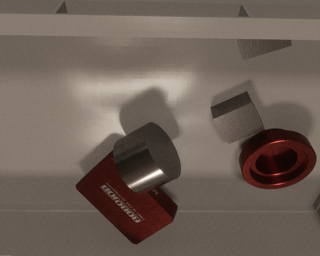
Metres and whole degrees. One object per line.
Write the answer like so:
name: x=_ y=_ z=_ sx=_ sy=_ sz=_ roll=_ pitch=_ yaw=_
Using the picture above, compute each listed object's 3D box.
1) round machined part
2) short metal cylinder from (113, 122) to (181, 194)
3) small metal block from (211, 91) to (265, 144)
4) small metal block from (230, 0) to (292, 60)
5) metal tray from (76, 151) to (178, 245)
round machined part: x=0.160 y=0.039 z=0.434 sx=0.099 sy=0.042 sz=0.097 roll=-1 pitch=130 yaw=0
short metal cylinder: x=-0.016 y=0.039 z=0.406 sx=0.050 sy=0.080 sz=0.080 roll=-29 pitch=125 yaw=22
small metal block: x=0.100 y=-0.012 z=0.400 sx=0.050 sy=0.025 sz=0.050 roll=-25 pitch=126 yaw=19
small metal block: x=0.104 y=-0.105 z=0.321 sx=0.050 sy=0.025 sz=0.050 roll=-16 pitch=129 yaw=13
metal tray: x=-0.050 y=0.103 z=0.459 sx=0.130 sy=0.030 sz=0.090 roll=46 pitch=118 yaw=-5
